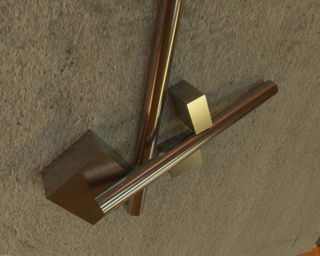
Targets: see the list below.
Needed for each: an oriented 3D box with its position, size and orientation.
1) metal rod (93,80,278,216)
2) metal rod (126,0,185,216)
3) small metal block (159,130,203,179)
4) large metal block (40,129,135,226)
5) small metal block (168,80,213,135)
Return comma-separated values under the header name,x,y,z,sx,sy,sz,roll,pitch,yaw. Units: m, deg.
name,x,y,z,sx,sy,sz,roll,pitch,yaw
metal rod,0.049,0.014,0.405,0.302,0.025,0.025,-32,130,-23
metal rod,-0.012,-0.008,0.397,0.025,0.025,0.298,-4,120,-27
small metal block,0.031,0.038,0.449,0.050,0.025,0.050,-25,128,-14
large metal block,-0.084,0.062,0.384,0.080,0.050,0.080,-41,130,0
small metal block,0.039,-0.027,0.397,0.025,0.050,0.050,-30,129,-10
